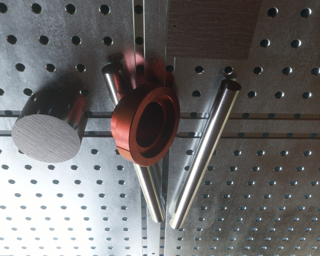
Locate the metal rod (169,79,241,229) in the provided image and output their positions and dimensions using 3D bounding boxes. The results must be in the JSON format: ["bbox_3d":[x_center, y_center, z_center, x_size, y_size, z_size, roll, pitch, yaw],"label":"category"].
[{"bbox_3d":[0.057,0.060,0.463,0.025,0.025,0.298,8,130,-7],"label":"metal rod"}]

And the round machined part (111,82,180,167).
[{"bbox_3d":[-0.020,-0.007,0.371,0.042,0.098,0.097,18,139,32],"label":"round machined part"}]

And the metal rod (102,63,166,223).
[{"bbox_3d":[-0.028,0.043,0.448,0.025,0.025,0.298,-8,130,6],"label":"metal rod"}]

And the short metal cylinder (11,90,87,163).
[{"bbox_3d":[-0.137,-0.001,0.392,0.081,0.050,0.079,0,130,0],"label":"short metal cylinder"}]

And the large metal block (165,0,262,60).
[{"bbox_3d":[0.048,-0.115,0.298,0.081,0.050,0.079,2,130,-2],"label":"large metal block"}]
